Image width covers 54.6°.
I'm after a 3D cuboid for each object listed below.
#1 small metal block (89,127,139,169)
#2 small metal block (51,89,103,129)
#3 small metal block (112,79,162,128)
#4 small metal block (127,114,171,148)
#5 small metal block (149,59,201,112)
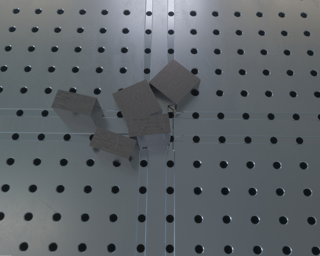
[{"bbox_3d":[-0.056,0.026,0.389,0.050,0.050,0.025,18,71,6],"label":"small metal block"},{"bbox_3d":[-0.106,-0.023,0.407,0.050,0.050,0.025,13,71,4],"label":"small metal block"},{"bbox_3d":[-0.031,-0.031,0.423,0.050,0.025,0.050,-25,72,-9],"label":"small metal block"},{"bbox_3d":[-0.013,0.005,0.397,0.050,0.050,0.025,-6,70,-2],"label":"small metal block"},{"bbox_3d":[0.020,-0.060,0.434,0.050,0.025,0.050,40,75,13],"label":"small metal block"}]
